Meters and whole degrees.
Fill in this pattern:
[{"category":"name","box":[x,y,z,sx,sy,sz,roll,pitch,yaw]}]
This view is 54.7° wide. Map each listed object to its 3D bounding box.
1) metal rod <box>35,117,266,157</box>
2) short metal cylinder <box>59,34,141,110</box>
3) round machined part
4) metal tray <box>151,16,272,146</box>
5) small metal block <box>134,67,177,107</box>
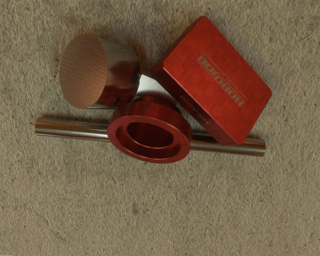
[{"category":"metal rod","box":[-0.010,0.013,0.416,0.302,0.025,0.025,6,110,-3]},{"category":"short metal cylinder","box":[-0.069,-0.061,0.353,0.080,0.050,0.079,1,92,37]},{"category":"round machined part","box":[-0.010,0.000,0.369,0.098,0.042,0.098,10,146,7]},{"category":"metal tray","box":[0.064,-0.052,0.362,0.130,0.030,0.090,43,66,-15]},{"category":"small metal block","box":[-0.002,-0.049,0.378,0.050,0.050,0.025,22,109,-8]}]
